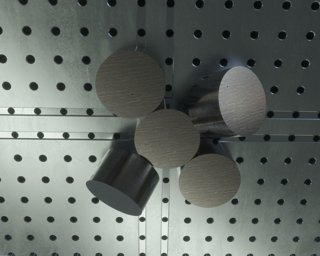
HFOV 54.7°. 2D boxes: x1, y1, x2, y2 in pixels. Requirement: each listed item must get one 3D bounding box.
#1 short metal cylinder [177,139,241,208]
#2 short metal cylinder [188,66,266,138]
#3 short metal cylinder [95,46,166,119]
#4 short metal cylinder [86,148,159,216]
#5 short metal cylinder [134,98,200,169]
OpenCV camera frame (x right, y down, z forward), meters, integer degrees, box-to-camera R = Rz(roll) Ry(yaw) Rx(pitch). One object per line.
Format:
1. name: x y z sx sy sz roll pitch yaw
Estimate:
1. short metal cylinder: 0.064 0.061 0.423 0.081 0.050 0.079 0 110 -1
2. short metal cylinder: 0.080 -0.029 0.369 0.081 0.050 0.080 3 85 -35
3. short metal cylinder: -0.034 -0.057 0.378 0.081 0.050 0.079 0 110 -1
4. short metal cylinder: -0.048 0.071 0.404 0.080 0.050 0.080 21 147 15
5. short metal cylinder: 0.009 0.006 0.402 0.081 0.050 0.079 0 110 -1
